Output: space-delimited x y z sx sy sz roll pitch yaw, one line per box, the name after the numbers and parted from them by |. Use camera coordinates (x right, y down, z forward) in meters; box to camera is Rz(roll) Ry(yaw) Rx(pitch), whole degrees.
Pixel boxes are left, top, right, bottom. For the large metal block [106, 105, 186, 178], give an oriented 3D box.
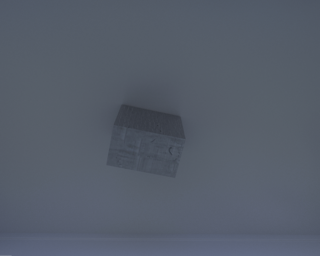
-0.017 0.013 0.384 0.081 0.080 0.050 11 110 -5 | large metal block
